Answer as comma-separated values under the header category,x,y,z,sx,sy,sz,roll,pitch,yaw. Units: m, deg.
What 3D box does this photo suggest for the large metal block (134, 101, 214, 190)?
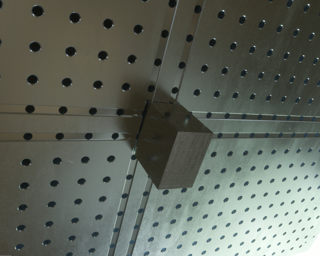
category,x,y,z,sx,sy,sz,roll,pitch,yaw
large metal block,0.013,0.021,0.396,0.050,0.080,0.079,3,117,-30
